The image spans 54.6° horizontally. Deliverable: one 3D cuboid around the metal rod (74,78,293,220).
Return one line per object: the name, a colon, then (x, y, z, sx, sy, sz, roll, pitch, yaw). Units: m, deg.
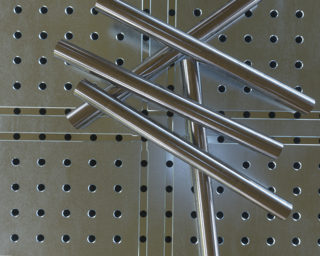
metal rod: (0.029, 0.027, 0.387, 0.301, 0.025, 0.025, 31, 90, 0)

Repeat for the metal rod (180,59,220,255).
metal rod: (0.055, 0.059, 0.413, 0.025, 0.025, 0.298, -6, 90, 0)

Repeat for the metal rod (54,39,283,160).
metal rod: (0.011, -0.035, 0.387, 0.301, 0.025, 0.025, 25, 90, 0)

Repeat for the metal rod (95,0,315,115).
metal rod: (0.063, -0.091, 0.393, 0.301, 0.025, 0.025, 25, 90, -9)

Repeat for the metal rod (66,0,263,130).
metal rod: (0.007, -0.094, 0.413, 0.301, 0.025, 0.025, -35, 90, 0)
